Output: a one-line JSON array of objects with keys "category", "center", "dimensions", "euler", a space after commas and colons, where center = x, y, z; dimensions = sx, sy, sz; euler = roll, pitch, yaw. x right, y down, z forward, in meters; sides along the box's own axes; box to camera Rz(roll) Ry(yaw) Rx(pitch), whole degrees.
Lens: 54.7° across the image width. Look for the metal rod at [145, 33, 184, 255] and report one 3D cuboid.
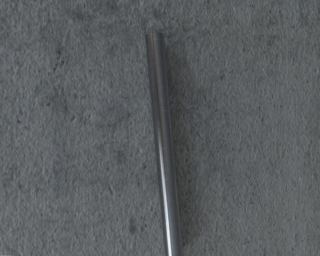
[{"category": "metal rod", "center": [0.006, 0.026, 0.412], "dimensions": [0.025, 0.025, 0.298], "euler": [-6, 92, -20]}]
